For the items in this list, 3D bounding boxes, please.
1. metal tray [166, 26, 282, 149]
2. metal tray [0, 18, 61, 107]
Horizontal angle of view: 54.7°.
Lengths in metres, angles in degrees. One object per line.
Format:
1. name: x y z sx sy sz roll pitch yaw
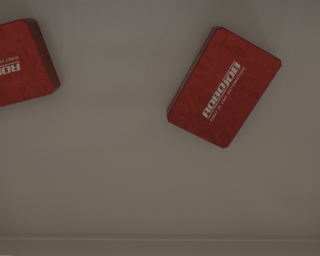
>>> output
1. metal tray: 0.077 -0.049 0.391 0.090 0.030 0.129 26 108 -10
2. metal tray: -0.202 -0.073 0.380 0.131 0.030 0.089 -13 110 4
